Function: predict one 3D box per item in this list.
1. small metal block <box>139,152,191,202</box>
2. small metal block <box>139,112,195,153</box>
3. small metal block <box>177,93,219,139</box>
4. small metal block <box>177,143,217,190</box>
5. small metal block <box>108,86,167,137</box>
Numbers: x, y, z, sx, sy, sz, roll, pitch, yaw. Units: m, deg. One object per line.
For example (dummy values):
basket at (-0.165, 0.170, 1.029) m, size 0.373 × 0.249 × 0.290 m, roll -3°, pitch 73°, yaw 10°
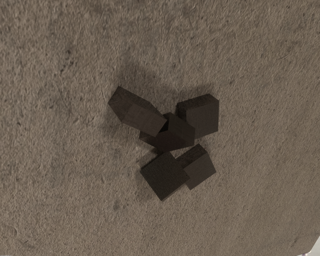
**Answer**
small metal block at (0.008, 0.067, 0.435) m, size 0.050 × 0.050 × 0.025 m, roll -37°, pitch 163°, yaw -4°
small metal block at (0.010, 0.007, 0.400) m, size 0.050 × 0.025 × 0.050 m, roll -18°, pitch 144°, yaw 40°
small metal block at (0.053, -0.015, 0.429) m, size 0.050 × 0.025 × 0.050 m, roll -18°, pitch 126°, yaw -19°
small metal block at (0.053, 0.060, 0.475) m, size 0.050 × 0.025 × 0.050 m, roll -34°, pitch 129°, yaw -6°
small metal block at (-0.027, -0.020, 0.365) m, size 0.050 × 0.050 × 0.025 m, roll 25°, pitch 104°, yaw -37°
